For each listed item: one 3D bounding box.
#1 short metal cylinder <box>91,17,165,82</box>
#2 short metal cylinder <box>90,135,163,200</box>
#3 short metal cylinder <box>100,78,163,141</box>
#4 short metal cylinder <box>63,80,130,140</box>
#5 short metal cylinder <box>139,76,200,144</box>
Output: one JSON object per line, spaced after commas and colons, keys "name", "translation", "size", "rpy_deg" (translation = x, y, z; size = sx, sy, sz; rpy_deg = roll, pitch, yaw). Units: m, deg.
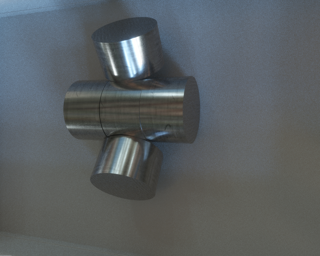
{"name": "short metal cylinder", "translation": [-0.038, -0.099, 0.385], "size": [0.080, 0.080, 0.050], "rpy_deg": [2, 129, 20]}
{"name": "short metal cylinder", "translation": [-0.040, 0.051, 0.386], "size": [0.080, 0.080, 0.050], "rpy_deg": [0, 56, 20]}
{"name": "short metal cylinder", "translation": [-0.033, -0.023, 0.391], "size": [0.050, 0.080, 0.080], "rpy_deg": [1, 91, 20]}
{"name": "short metal cylinder", "translation": [-0.081, -0.023, 0.408], "size": [0.050, 0.080, 0.080], "rpy_deg": [1, 91, 20]}
{"name": "short metal cylinder", "translation": [0.015, -0.022, 0.374], "size": [0.050, 0.080, 0.080], "rpy_deg": [1, 91, 20]}
